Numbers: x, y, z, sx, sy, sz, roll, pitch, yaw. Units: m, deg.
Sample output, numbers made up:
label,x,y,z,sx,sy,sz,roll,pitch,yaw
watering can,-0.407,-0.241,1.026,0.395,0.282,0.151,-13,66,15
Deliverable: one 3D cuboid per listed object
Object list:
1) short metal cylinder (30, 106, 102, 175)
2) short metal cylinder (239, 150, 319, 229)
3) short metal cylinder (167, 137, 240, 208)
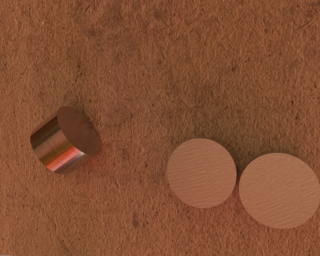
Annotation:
label,x,y,z,sx,sy,sz,roll,pitch,yaw
short metal cylinder,-0.127,0.017,0.424,0.050,0.080,0.080,-35,79,17
short metal cylinder,0.133,0.066,0.349,0.080,0.050,0.080,0,90,20
short metal cylinder,0.055,0.051,0.376,0.080,0.050,0.080,0,90,20
